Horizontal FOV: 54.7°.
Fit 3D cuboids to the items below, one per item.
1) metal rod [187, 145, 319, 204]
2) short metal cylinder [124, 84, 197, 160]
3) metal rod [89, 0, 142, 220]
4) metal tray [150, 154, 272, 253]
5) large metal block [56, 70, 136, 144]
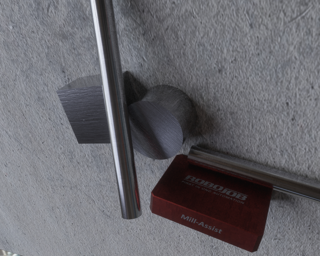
[{"bbox_3d":[0.178,0.072,0.357,0.301,0.025,0.025,16,125,19],"label":"metal rod"},{"bbox_3d":[0.000,-0.008,0.385,0.080,0.050,0.079,13,124,20],"label":"short metal cylinder"},{"bbox_3d":[-0.052,-0.041,0.352,0.025,0.025,0.298,-2,100,29],"label":"metal rod"},{"bbox_3d":[0.065,0.086,0.382,0.130,0.090,0.030,17,125,18],"label":"metal tray"},{"bbox_3d":[-0.078,-0.026,0.414,0.080,0.050,0.080,-2,118,29],"label":"large metal block"}]
